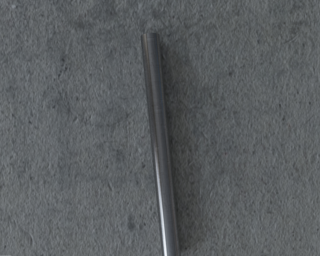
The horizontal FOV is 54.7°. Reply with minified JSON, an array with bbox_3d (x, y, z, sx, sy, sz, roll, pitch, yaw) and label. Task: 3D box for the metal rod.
[{"bbox_3d":[0.001,0.026,0.410,0.025,0.025,0.298,-6,90,-1],"label":"metal rod"}]
